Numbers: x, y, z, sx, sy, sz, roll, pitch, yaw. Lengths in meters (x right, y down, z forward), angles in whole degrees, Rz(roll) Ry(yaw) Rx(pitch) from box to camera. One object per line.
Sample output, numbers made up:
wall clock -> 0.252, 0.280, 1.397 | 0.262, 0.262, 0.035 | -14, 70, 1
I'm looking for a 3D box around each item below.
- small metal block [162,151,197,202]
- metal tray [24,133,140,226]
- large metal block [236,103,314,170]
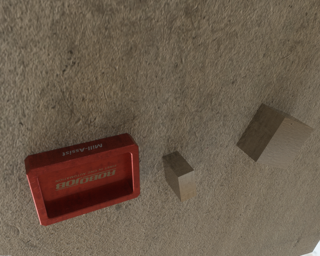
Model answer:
small metal block -> 0.028, 0.070, 0.449 | 0.025, 0.050, 0.050 | -21, 127, -16
metal tray -> -0.092, 0.064, 0.392 | 0.131, 0.030, 0.089 | -13, 124, -21
large metal block -> 0.185, 0.015, 0.501 | 0.081, 0.050, 0.080 | 15, 110, -35
